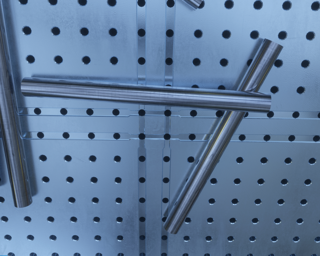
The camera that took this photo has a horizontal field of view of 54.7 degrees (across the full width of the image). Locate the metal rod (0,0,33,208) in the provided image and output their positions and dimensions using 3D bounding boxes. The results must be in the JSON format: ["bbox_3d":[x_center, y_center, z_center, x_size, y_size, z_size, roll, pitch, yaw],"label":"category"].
[{"bbox_3d":[-0.197,-0.031,0.399,0.025,0.025,0.298,0,110,-1],"label":"metal rod"}]

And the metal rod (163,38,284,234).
[{"bbox_3d":[0.078,0.024,0.423,0.025,0.025,0.298,23,108,-9],"label":"metal rod"}]

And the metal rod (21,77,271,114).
[{"bbox_3d":[-0.019,-0.041,0.383,0.302,0.025,0.025,4,110,3],"label":"metal rod"}]

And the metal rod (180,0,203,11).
[{"bbox_3d":[-0.078,-0.224,0.329,0.301,0.025,0.025,31,107,-12],"label":"metal rod"}]
